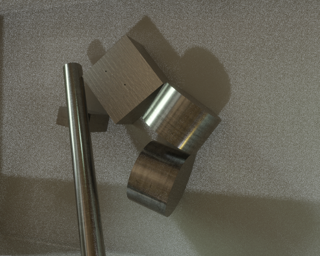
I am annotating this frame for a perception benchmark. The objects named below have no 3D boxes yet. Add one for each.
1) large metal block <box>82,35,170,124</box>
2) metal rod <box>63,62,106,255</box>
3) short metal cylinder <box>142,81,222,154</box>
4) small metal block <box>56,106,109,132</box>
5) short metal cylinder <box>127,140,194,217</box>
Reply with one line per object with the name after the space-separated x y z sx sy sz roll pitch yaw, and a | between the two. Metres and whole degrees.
-0.041 -0.061 0.411 0.080 0.050 0.080 -39 78 15 | large metal block
-0.088 0.053 0.359 0.025 0.025 0.299 -21 66 18 | metal rod
0.026 -0.013 0.372 0.080 0.080 0.050 39 102 15 | short metal cylinder
-0.107 -0.012 0.433 0.050 0.050 0.025 14 95 19 | small metal block
0.002 0.061 0.380 0.050 0.080 0.080 21 97 18 | short metal cylinder
